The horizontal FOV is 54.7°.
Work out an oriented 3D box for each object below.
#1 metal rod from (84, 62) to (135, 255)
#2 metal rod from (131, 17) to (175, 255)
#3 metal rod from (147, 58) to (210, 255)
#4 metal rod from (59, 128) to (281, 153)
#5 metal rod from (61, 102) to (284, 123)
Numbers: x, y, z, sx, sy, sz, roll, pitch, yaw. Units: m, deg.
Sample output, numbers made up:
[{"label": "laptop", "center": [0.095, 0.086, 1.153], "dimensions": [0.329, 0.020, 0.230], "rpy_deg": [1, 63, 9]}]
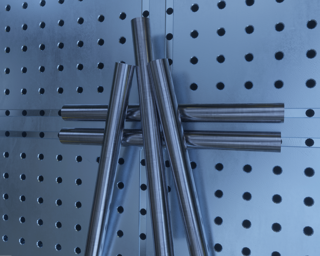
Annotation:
[{"label": "metal rod", "center": [-0.072, 0.063, 0.417], "dimensions": [0.025, 0.025, 0.298], "rpy_deg": [15, 102, 19]}, {"label": "metal rod", "center": [-0.009, 0.012, 0.389], "dimensions": [0.025, 0.025, 0.298], "rpy_deg": [-7, 88, 19]}, {"label": "metal rod", "center": [0.029, 0.065, 0.382], "dimensions": [0.025, 0.025, 0.298], "rpy_deg": [-11, 93, 19]}, {"label": "metal rod", "center": [-0.001, 0.014, 0.412], "dimensions": [0.301, 0.025, 0.025], "rpy_deg": [1, 90, 19]}, {"label": "metal rod", "center": [0.003, -0.020, 0.411], "dimensions": [0.301, 0.025, 0.025], "rpy_deg": [1, 90, 19]}]
